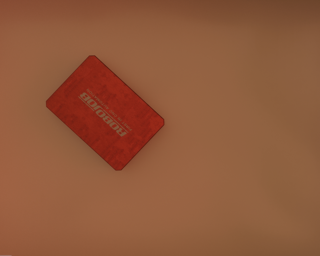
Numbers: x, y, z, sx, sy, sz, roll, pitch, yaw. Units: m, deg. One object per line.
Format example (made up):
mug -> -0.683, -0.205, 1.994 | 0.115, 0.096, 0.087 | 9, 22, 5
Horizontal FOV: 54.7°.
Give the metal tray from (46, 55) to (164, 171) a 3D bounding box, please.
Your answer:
metal tray -> -0.070, -0.019, 0.408 | 0.130, 0.030, 0.090 | 43, 90, -1
